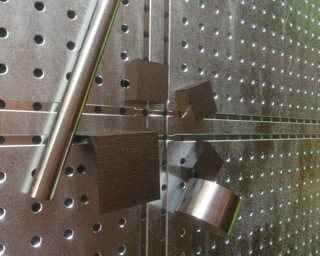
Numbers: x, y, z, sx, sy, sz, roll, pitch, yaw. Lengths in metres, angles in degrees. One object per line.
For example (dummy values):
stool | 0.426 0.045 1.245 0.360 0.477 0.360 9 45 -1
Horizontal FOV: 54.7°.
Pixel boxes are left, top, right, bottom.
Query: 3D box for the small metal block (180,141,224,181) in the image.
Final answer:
small metal block | 0.065 0.055 0.466 0.050 0.025 0.050 51 60 -28

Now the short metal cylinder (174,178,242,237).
short metal cylinder | 0.067 0.111 0.432 0.080 0.080 0.050 41 65 -33

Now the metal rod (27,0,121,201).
metal rod | -0.081 -0.071 0.342 0.025 0.025 0.299 25 74 -38

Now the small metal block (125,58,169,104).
small metal block | -0.016 -0.058 0.397 0.050 0.025 0.050 3 88 -40

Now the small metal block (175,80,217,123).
small metal block | 0.054 -0.039 0.457 0.050 0.025 0.050 -26 106 -37

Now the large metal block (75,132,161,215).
large metal block | -0.048 0.046 0.355 0.081 0.050 0.079 -4 92 -40
